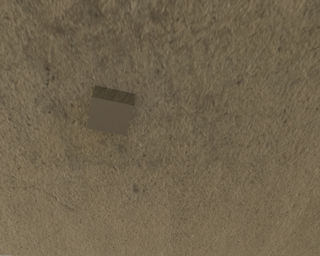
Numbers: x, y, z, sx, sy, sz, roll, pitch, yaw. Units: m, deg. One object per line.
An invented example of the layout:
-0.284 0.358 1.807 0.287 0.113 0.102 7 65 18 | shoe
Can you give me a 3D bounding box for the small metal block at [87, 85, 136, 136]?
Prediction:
-0.061 -0.021 0.389 0.050 0.025 0.050 11 129 -10 | small metal block
